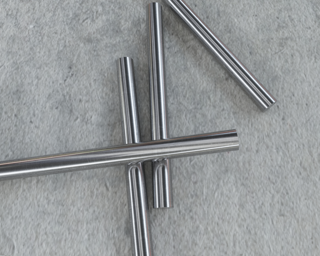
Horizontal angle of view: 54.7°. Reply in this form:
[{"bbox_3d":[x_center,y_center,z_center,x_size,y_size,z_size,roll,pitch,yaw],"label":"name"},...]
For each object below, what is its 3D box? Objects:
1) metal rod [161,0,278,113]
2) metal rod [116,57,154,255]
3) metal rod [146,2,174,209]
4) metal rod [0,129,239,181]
[{"bbox_3d":[0.062,-0.143,0.461,0.025,0.025,0.300,-34,74,-12],"label":"metal rod"},{"bbox_3d":[-0.032,0.045,0.391,0.025,0.025,0.299,-6,70,-3],"label":"metal rod"},{"bbox_3d":[-0.003,-0.044,0.424,0.025,0.025,0.299,-2,70,-1],"label":"metal rod"},{"bbox_3d":[-0.060,0.034,0.371,0.302,0.025,0.025,-8,70,6],"label":"metal rod"}]
